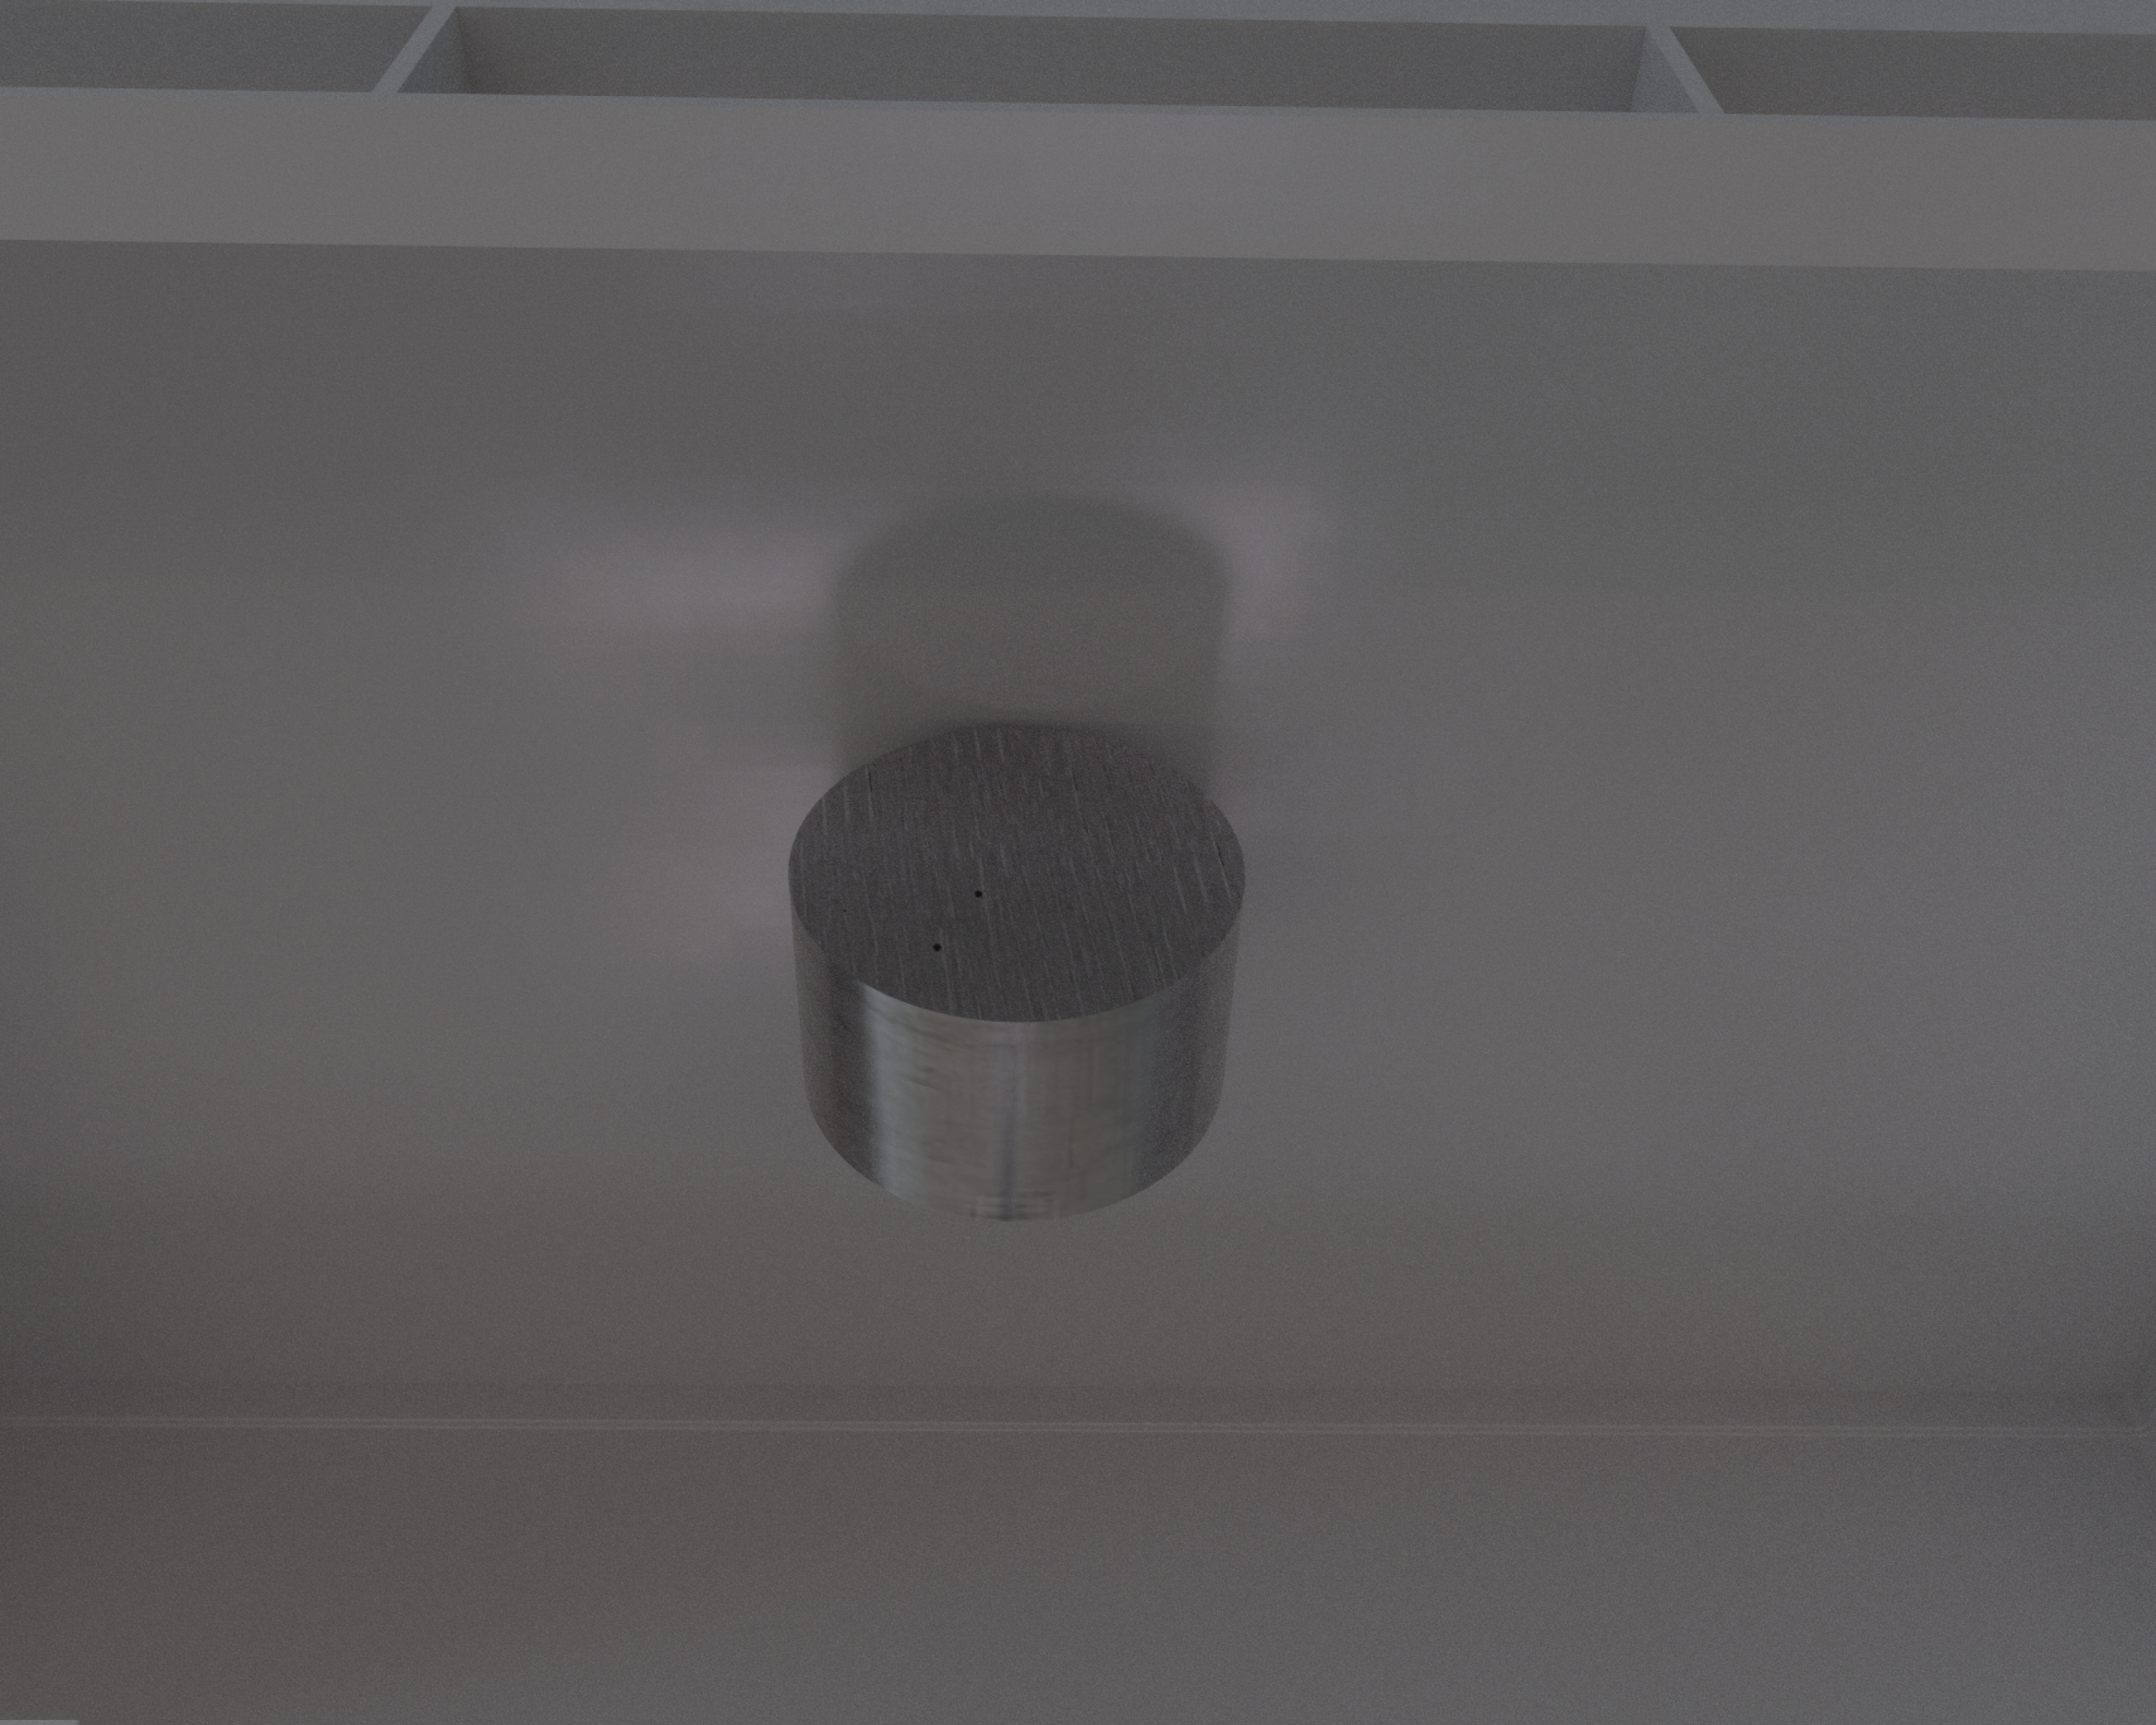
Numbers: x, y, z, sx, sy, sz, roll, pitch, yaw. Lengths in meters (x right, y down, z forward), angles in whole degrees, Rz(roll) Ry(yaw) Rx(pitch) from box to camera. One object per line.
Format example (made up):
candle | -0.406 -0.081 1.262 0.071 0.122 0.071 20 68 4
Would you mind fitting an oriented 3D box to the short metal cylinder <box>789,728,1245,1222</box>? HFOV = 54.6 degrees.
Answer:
short metal cylinder | -0.011 0.019 0.385 0.080 0.080 0.050 1 130 -1
